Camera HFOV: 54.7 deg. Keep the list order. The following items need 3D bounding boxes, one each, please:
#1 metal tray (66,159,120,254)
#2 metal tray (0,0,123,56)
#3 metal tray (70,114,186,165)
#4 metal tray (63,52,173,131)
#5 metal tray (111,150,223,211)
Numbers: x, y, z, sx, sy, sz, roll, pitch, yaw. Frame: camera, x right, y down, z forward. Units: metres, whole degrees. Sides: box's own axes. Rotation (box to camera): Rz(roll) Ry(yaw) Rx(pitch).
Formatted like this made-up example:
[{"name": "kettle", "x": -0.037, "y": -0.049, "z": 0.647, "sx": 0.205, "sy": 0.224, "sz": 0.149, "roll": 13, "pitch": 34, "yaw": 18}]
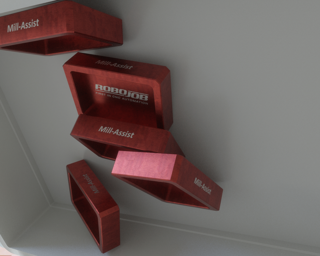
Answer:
[{"name": "metal tray", "x": -0.109, "y": 0.122, "z": 0.498, "sx": 0.130, "sy": 0.030, "sz": 0.089, "roll": 40, "pitch": 137, "yaw": 42}, {"name": "metal tray", "x": -0.120, "y": -0.110, "z": 0.359, "sx": 0.130, "sy": 0.090, "sz": 0.030, "roll": 0, "pitch": 95, "yaw": 28}, {"name": "metal tray", "x": -0.040, "y": 0.024, "z": 0.411, "sx": 0.130, "sy": 0.030, "sz": 0.090, "roll": 11, "pitch": 159, "yaw": 22}, {"name": "metal tray", "x": -0.051, "y": -0.042, "z": 0.393, "sx": 0.130, "sy": 0.030, "sz": 0.089, "roll": 13, "pitch": 135, "yaw": 19}, {"name": "metal tray", "x": 0.013, "y": 0.068, "z": 0.390, "sx": 0.090, "sy": 0.030, "sz": 0.130, "roll": 0, "pitch": 154, "yaw": 34}]
